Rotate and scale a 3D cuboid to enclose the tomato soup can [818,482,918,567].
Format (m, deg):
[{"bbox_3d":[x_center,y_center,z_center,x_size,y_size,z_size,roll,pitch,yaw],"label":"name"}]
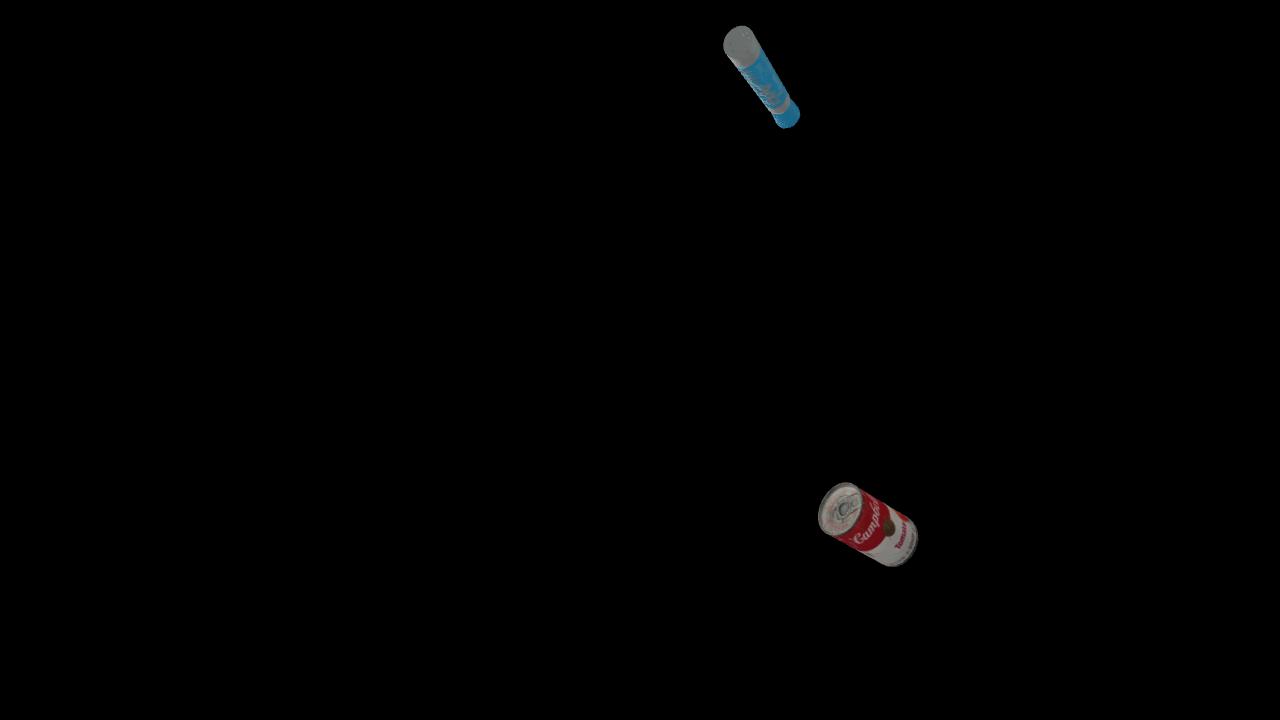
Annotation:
[{"bbox_3d":[0.275,0.200,0.740,0.101,0.068,0.068,32,-11,-19],"label":"tomato soup can"}]

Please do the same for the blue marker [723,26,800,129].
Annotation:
[{"bbox_3d":[0.085,-0.184,0.413,0.020,0.020,0.121,0,-2,28],"label":"blue marker"}]
